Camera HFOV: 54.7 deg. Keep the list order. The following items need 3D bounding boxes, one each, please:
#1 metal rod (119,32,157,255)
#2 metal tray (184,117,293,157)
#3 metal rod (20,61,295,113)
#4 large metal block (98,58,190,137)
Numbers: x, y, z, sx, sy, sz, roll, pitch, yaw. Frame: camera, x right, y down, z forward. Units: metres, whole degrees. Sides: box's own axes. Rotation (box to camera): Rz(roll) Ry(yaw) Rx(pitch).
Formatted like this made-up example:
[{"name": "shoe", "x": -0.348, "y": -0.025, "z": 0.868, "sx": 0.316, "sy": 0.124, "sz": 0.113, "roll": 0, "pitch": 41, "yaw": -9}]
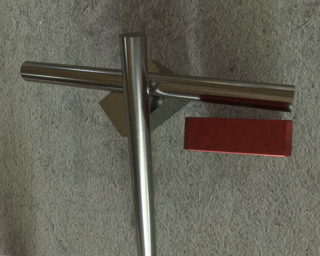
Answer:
[{"name": "metal rod", "x": -0.021, "y": 0.048, "z": 0.349, "sx": 0.025, "sy": 0.025, "sz": 0.298, "roll": 8, "pitch": 119, "yaw": 19}, {"name": "metal tray", "x": 0.085, "y": 0.006, "z": 0.323, "sx": 0.090, "sy": 0.130, "sz": 0.030, "roll": 3, "pitch": 91, "yaw": 20}, {"name": "metal rod", "x": -0.020, "y": -0.048, "z": 0.330, "sx": 0.301, "sy": 0.025, "sz": 0.025, "roll": 9, "pitch": 93, "yaw": 19}, {"name": "large metal block", "x": -0.014, "y": -0.034, "z": 0.384, "sx": 0.080, "sy": 0.080, "sz": 0.050, "roll": -39, "pitch": 78, "yaw": 16}]
